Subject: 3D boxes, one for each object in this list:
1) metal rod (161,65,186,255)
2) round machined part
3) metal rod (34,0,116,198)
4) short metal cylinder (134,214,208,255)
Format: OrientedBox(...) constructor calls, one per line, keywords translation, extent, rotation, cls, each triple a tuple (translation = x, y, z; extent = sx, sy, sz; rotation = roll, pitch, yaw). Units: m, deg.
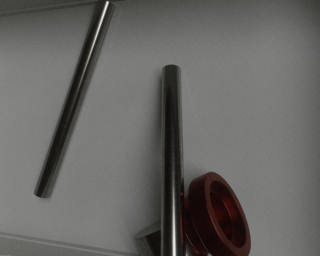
OrientedBox(translation=(0.014, 0.058, 0.339), extent=(0.025, 0.025, 0.299), rotation=(-10, 62, 19), cls="metal rod")
OrientedBox(translation=(0.059, 0.103, 0.351), extent=(0.042, 0.098, 0.098), rotation=(-30, 80, 25), cls="round machined part")
OrientedBox(translation=(-0.127, -0.038, 0.453), extent=(0.025, 0.025, 0.298), rotation=(23, 97, 18), cls="metal rod")
OrientedBox(translation=(0.015, 0.138, 0.375), extent=(0.080, 0.080, 0.050), rotation=(-28, 81, 17), cls="short metal cylinder")
